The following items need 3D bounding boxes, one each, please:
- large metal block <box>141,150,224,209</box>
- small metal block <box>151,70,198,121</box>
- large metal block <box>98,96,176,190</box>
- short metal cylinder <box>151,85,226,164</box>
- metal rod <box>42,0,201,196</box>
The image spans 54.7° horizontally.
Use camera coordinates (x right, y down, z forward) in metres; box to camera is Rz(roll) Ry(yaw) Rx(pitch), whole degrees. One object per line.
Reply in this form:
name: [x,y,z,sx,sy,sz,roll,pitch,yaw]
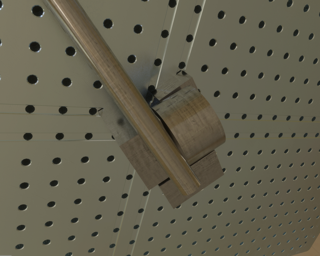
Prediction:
large metal block: [0.025,0.046,0.417,0.080,0.080,0.050,-33,129,-7]
small metal block: [0.024,-0.038,0.403,0.050,0.025,0.050,-36,130,-5]
large metal block: [-0.023,0.014,0.374,0.050,0.080,0.080,-33,129,-7]
short metal cylinder: [0.031,-0.002,0.360,0.050,0.080,0.080,-32,129,-8]
metal rod: [-0.048,-0.054,0.285,0.025,0.025,0.299,-36,108,-5]
